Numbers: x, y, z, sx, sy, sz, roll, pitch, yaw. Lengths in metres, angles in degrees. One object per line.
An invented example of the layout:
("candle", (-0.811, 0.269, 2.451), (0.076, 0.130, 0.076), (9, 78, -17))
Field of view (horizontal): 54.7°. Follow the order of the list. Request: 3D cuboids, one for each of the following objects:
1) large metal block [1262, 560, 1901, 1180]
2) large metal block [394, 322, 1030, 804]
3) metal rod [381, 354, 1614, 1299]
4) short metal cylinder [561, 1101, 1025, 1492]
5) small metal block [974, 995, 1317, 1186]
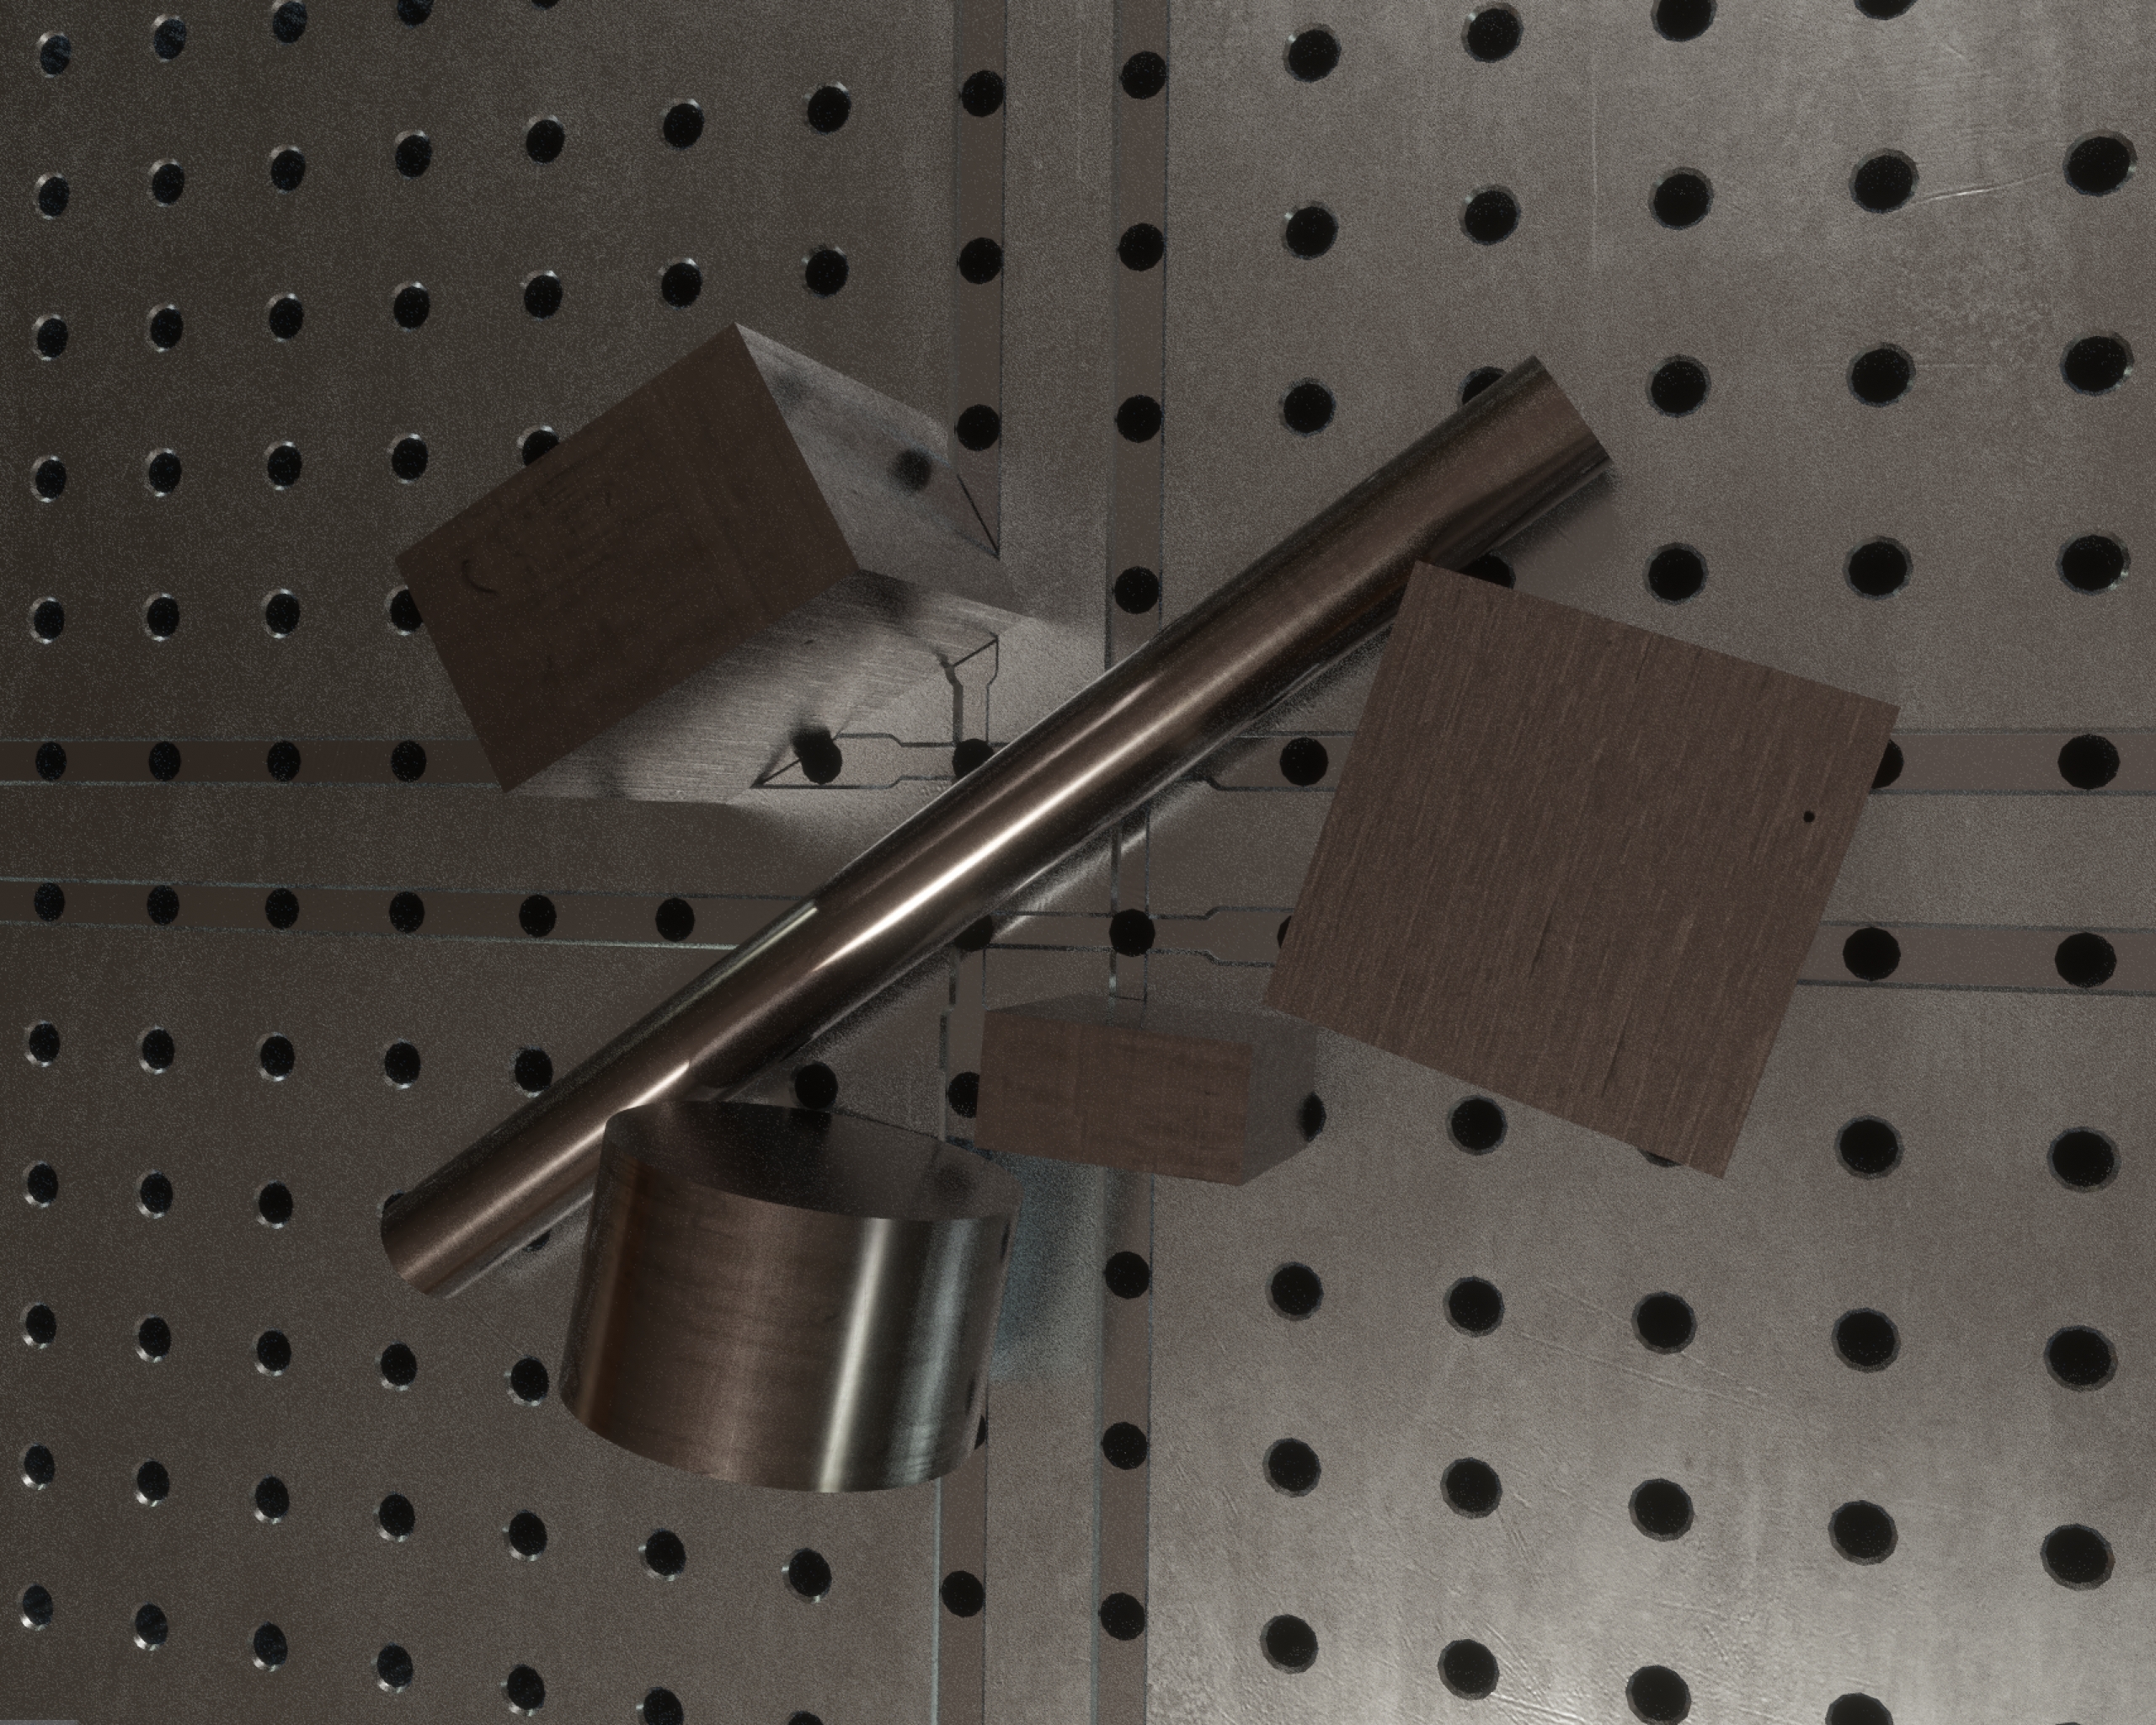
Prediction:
("large metal block", (0.088, 0.000, 0.365), (0.080, 0.050, 0.080), (20, 97, 18))
("large metal block", (-0.068, -0.053, 0.407), (0.080, 0.080, 0.050), (-30, 81, 17))
("metal rod", (-0.027, 0.001, 0.420), (0.300, 0.025, 0.025), (-36, 79, 16))
("short metal cylinder", (-0.055, 0.081, 0.401), (0.080, 0.080, 0.050), (12, 94, 19))
("small metal block", (0.014, 0.042, 0.394), (0.050, 0.050, 0.025), (6, 92, 19))
